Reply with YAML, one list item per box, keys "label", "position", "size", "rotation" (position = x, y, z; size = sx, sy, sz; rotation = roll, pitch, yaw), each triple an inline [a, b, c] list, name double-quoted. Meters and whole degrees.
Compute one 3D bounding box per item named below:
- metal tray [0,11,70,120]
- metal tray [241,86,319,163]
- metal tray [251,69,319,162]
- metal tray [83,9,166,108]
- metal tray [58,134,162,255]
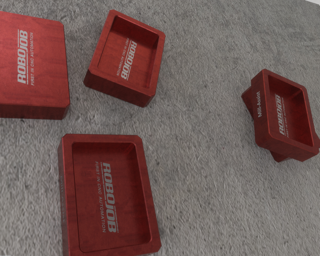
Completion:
- label: "metal tray"
  position: [-0.158, -0.074, 0.361]
  size: [0.091, 0.030, 0.130]
  rotation: [2, 61, -27]
- label: "metal tray"
  position: [0.202, -0.014, 0.518]
  size: [0.091, 0.030, 0.130]
  rotation: [-9, 66, -32]
- label: "metal tray"
  position: [0.189, -0.022, 0.475]
  size: [0.091, 0.030, 0.130]
  rotation: [19, 54, -17]
- label: "metal tray"
  position: [-0.045, -0.100, 0.436]
  size: [0.091, 0.030, 0.130]
  rotation: [20, 54, -16]
- label: "metal tray"
  position: [-0.056, 0.071, 0.326]
  size: [0.091, 0.030, 0.130]
  rotation: [2, 61, -27]
